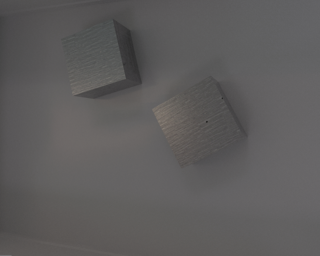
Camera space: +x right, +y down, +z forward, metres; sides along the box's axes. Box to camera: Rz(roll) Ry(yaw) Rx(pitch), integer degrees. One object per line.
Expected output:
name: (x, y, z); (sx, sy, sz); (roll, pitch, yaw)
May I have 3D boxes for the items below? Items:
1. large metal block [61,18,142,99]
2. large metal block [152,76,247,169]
large metal block: (-0.079, -0.091, 0.425); (0.080, 0.050, 0.080); (-14, 85, 19)
large metal block: (0.050, -0.006, 0.380); (0.080, 0.050, 0.080); (-29, 81, 17)
